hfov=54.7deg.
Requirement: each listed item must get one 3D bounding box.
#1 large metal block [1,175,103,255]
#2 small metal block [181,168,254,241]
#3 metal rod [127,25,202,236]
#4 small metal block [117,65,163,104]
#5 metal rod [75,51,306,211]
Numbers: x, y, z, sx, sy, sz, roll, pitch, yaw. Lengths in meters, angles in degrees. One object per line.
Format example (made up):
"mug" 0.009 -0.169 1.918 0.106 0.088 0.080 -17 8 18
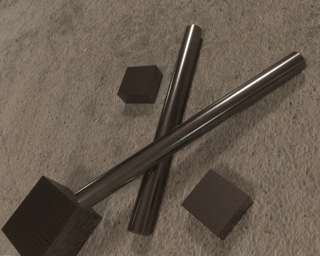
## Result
"large metal block" -0.133 0.118 0.383 0.080 0.050 0.080 27 76 36
"small metal block" 0.059 0.079 0.324 0.050 0.025 0.050 35 81 38
"metal rod" 0.013 -0.015 0.404 0.025 0.025 0.300 2 62 29
"small metal block" -0.029 -0.064 0.456 0.050 0.025 0.050 2 63 29
"metal rod" 0.038 0.001 0.358 0.301 0.025 0.025 -33 51 -3
